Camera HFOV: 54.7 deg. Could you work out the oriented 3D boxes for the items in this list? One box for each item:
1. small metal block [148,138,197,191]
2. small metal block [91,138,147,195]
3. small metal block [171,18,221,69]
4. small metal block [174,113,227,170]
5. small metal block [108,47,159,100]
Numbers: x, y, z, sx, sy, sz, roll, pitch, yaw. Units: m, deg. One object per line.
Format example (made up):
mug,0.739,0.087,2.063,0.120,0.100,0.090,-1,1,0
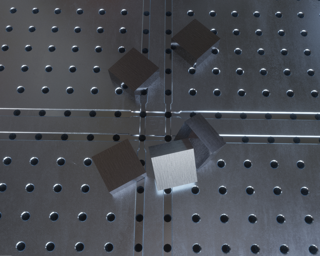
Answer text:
small metal block,0.016,0.045,0.380,0.050,0.050,0.025,-12,29,-5
small metal block,-0.051,0.049,0.393,0.050,0.025,0.050,-28,73,-10
small metal block,0.052,-0.125,0.458,0.050,0.025,0.050,43,75,14
small metal block,0.049,0.017,0.390,0.025,0.050,0.050,-30,72,-28
small metal block,-0.036,-0.078,0.440,0.050,0.025,0.050,41,75,13
